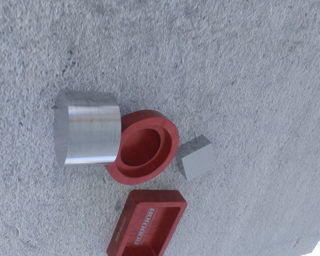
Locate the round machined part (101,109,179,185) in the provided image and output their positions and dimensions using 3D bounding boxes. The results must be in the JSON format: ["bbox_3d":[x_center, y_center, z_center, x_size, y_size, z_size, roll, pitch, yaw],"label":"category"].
[{"bbox_3d":[-0.028,0.020,0.388,0.099,0.042,0.097,-19,129,-25],"label":"round machined part"}]

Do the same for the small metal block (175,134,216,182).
[{"bbox_3d":[0.053,0.045,0.464,0.050,0.025,0.050,-26,128,-12],"label":"small metal block"}]

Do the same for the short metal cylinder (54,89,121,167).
[{"bbox_3d":[-0.079,0.000,0.328,0.050,0.080,0.079,0,118,-29],"label":"short metal cylinder"}]

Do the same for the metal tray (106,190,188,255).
[{"bbox_3d":[-0.021,0.159,0.490,0.091,0.030,0.129,8,114,-32],"label":"metal tray"}]
